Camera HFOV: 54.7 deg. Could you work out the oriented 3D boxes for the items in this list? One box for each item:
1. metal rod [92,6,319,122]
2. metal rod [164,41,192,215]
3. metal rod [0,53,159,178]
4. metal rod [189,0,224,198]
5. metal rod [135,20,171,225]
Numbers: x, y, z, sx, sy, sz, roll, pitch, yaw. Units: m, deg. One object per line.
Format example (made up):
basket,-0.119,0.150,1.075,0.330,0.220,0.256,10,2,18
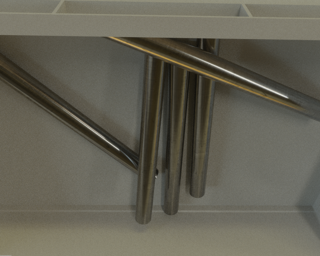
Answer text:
metal rod,0.077,-0.057,0.332,0.302,0.025,0.025,16,129,-25
metal rod,0.020,0.024,0.430,0.025,0.025,0.298,0,130,-1
metal rod,-0.112,-0.013,0.396,0.025,0.025,0.301,-35,123,25
metal rod,0.055,-0.011,0.400,0.025,0.025,0.298,-2,130,1
metal rod,-0.014,0.017,0.400,0.025,0.025,0.298,3,123,-4
